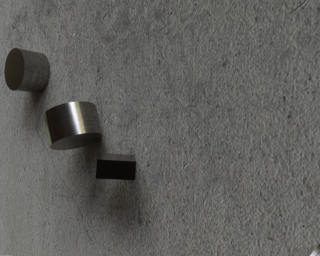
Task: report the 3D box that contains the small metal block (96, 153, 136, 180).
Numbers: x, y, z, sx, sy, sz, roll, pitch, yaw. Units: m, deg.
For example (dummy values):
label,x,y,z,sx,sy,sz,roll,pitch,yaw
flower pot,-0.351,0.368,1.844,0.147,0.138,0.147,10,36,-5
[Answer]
label,x,y,z,sx,sy,sz,roll,pitch,yaw
small metal block,-0.060,0.052,0.425,0.050,0.050,0.025,-149,63,-80

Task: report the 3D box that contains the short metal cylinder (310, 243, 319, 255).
label,x,y,z,sx,sy,sz,roll,pitch,yaw
short metal cylinder,0.139,0.134,0.254,0.050,0.081,0.079,37,113,34

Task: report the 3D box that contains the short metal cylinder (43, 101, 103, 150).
label,x,y,z,sx,sy,sz,roll,pitch,yaw
short metal cylinder,-0.134,-0.002,0.479,0.080,0.081,0.050,-27,73,37

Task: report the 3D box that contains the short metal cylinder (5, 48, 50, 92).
label,x,y,z,sx,sy,sz,roll,pitch,yaw
short metal cylinder,-0.259,-0.111,0.602,0.080,0.050,0.079,0,90,40
